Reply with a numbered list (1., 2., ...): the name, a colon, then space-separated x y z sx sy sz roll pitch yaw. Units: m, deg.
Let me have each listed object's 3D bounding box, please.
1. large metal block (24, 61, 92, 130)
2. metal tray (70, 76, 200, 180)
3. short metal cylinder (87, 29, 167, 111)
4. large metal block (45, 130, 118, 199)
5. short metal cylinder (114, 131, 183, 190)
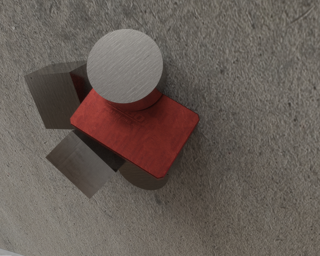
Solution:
1. large metal block: -0.126 -0.045 0.428 0.080 0.050 0.080 1 119 27
2. metal tray: -0.030 -0.007 0.379 0.130 0.090 0.030 31 168 8
3. short metal cylinder: -0.034 -0.062 0.346 0.080 0.050 0.080 -1 84 5
4. large metal block: -0.104 0.046 0.447 0.080 0.080 0.050 44 93 -3
5. short metal cylinder: -0.015 0.038 0.424 0.080 0.050 0.079 13 124 21
